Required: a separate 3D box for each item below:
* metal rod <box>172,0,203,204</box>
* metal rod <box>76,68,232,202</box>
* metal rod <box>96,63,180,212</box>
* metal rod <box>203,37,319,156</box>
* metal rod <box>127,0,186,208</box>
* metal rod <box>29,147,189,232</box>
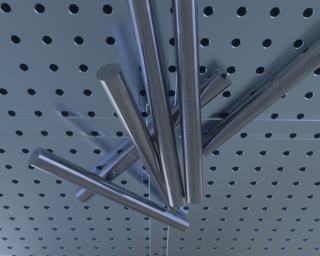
[{"bbox_3d":[0.034,-0.030,0.355,0.025,0.025,0.298,-4,121,3],"label":"metal rod"},{"bbox_3d":[-0.025,0.024,0.431,0.025,0.025,0.299,35,122,-26],"label":"metal rod"},{"bbox_3d":[-0.013,0.038,0.410,0.025,0.025,0.299,-11,140,9],"label":"metal rod"},{"bbox_3d":[0.152,-0.060,0.361,0.025,0.025,0.299,31,124,-24],"label":"metal rod"},{"bbox_3d":[0.001,-0.020,0.367,0.025,0.025,0.298,-7,122,6],"label":"metal rod"},{"bbox_3d":[-0.056,0.105,0.472,0.025,0.025,0.301,-34,131,25],"label":"metal rod"}]
